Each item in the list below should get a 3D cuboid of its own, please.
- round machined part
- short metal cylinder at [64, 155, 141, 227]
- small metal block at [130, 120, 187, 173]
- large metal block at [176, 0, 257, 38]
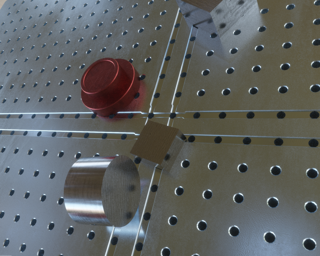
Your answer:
[{"bbox_3d":[-0.084,-0.071,0.485,0.098,0.042,0.098,-13,56,21],"label":"round machined part"},{"bbox_3d":[-0.065,0.073,0.362,0.050,0.080,0.080,-5,60,26],"label":"short metal cylinder"},{"bbox_3d":[-0.002,0.022,0.396,0.050,0.025,0.050,17,70,34],"label":"small metal block"},{"bbox_3d":[0.084,-0.194,0.467,0.080,0.050,0.080,-45,51,-3],"label":"large metal block"}]
